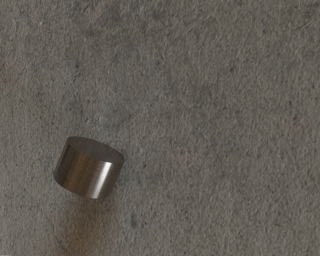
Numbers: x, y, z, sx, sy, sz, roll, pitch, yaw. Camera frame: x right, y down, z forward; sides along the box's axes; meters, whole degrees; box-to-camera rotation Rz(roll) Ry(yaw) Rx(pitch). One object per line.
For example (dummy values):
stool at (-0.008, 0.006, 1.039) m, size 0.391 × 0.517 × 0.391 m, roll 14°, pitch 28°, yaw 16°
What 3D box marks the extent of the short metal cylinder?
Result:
short metal cylinder at (-0.093, 0.051, 0.411) m, size 0.080 × 0.080 × 0.050 m, roll 26°, pitch 99°, yaw 17°
